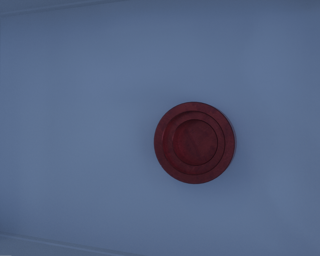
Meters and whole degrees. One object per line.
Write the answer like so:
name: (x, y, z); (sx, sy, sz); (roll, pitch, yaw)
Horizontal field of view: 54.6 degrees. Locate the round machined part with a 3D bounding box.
round machined part: (0.045, 0.018, 0.386); (0.098, 0.042, 0.097); (0, 90, 20)
